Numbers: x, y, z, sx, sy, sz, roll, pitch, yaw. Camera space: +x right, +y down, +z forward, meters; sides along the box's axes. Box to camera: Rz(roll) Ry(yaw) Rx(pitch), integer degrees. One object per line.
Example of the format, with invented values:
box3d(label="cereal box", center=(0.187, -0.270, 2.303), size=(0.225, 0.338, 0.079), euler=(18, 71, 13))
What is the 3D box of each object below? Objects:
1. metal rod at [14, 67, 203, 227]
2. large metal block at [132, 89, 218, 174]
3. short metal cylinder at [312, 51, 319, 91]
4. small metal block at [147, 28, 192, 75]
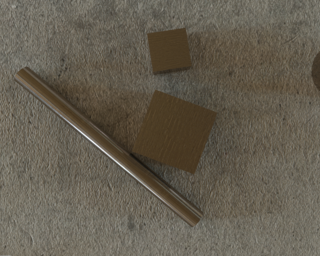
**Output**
box3d(label="metal rod", center=(-0.066, 0.025, 0.409), size=(0.300, 0.025, 0.025), euler=(40, 90, -1))
box3d(label="large metal block", center=(0.018, 0.005, 0.398), size=(0.080, 0.050, 0.080), euler=(21, 90, -1))
box3d(label="short metal cylinder", center=(0.249, -0.078, 0.401), size=(0.081, 0.050, 0.079), euler=(0, 90, -1))
box3d(label="small metal block", center=(0.012, -0.101, 0.410), size=(0.050, 0.025, 0.050), euler=(-9, 90, -1))
